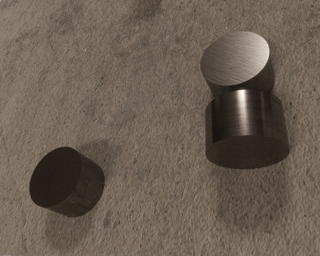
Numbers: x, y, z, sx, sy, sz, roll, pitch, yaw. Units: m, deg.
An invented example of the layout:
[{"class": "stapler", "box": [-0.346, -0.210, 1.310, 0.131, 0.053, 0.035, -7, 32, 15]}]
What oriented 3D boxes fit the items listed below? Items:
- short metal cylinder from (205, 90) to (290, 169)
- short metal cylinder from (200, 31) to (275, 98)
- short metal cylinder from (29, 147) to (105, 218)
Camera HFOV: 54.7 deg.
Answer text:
[{"class": "short metal cylinder", "box": [0.087, 0.004, 0.320, 0.080, 0.080, 0.050, -10, 58, 23]}, {"class": "short metal cylinder", "box": [0.096, -0.071, 0.380, 0.080, 0.050, 0.080, -13, 56, 20]}, {"class": "short metal cylinder", "box": [-0.121, 0.071, 0.406, 0.080, 0.050, 0.080, -13, 56, 20]}]
